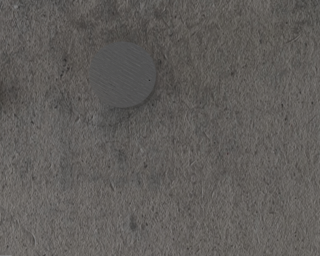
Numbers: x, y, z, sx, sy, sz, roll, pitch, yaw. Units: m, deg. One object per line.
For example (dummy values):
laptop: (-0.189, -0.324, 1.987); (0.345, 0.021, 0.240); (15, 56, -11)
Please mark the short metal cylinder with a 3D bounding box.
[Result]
short metal cylinder: (-0.045, -0.064, 0.397); (0.081, 0.050, 0.080); (0, 90, 0)
